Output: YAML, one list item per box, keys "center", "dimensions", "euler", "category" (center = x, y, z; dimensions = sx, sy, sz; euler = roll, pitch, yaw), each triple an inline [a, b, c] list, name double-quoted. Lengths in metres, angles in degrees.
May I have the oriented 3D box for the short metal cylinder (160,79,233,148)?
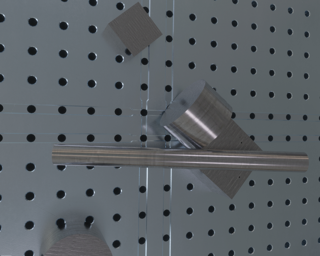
- center: [0.046, -0.017, 0.401]
  dimensions: [0.050, 0.080, 0.080]
  euler: [42, 77, -16]
  category: "short metal cylinder"

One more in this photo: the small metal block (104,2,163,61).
- center: [-0.034, -0.124, 0.400]
  dimensions: [0.050, 0.025, 0.050]
  euler: [-42, 104, -15]
  category: "small metal block"

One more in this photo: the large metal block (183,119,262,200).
- center: [0.083, 0.038, 0.430]
  dimensions: [0.080, 0.050, 0.080]
  euler: [43, 76, -15]
  category: "large metal block"

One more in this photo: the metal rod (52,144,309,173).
- center: [0.026, 0.037, 0.374]
  dimensions: [0.302, 0.025, 0.025]
  euler: [2, 90, -2]
  category: "metal rod"

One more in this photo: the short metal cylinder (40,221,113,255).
- center: [-0.099, 0.156, 0.363]
  dimensions: [0.081, 0.050, 0.079]
  euler: [0, 90, -20]
  category: "short metal cylinder"
